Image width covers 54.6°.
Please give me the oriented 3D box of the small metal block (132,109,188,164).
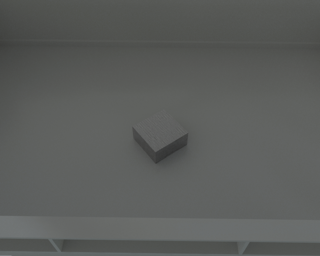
[{"bbox_3d":[0.000,0.010,0.397,0.050,0.025,0.050,-29,56,-22],"label":"small metal block"}]
